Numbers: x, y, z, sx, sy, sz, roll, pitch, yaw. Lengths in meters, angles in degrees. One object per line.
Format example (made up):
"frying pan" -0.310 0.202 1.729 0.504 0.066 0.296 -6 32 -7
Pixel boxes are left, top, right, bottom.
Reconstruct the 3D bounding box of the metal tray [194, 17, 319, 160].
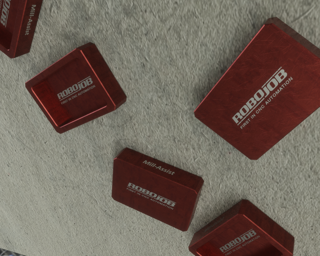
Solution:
"metal tray" 0.108 -0.035 0.325 0.090 0.030 0.129 38 129 2

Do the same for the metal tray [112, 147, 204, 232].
"metal tray" -0.008 0.092 0.465 0.130 0.030 0.089 20 126 16

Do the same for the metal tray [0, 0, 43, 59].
"metal tray" -0.205 -0.169 0.407 0.090 0.030 0.129 38 129 2

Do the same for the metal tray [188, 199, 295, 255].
"metal tray" 0.113 0.168 0.448 0.090 0.030 0.129 39 129 1

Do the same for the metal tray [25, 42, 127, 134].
"metal tray" -0.121 -0.051 0.435 0.130 0.030 0.090 -19 108 35
